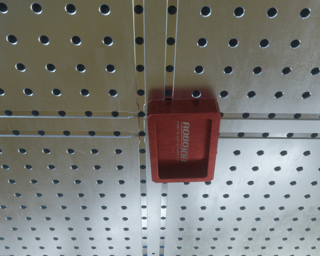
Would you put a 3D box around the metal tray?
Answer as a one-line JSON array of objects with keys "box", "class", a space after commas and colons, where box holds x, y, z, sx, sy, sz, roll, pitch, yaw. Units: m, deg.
[{"box": [0.031, 0.022, 0.427, 0.091, 0.030, 0.129, -2, 130, 1], "class": "metal tray"}]
